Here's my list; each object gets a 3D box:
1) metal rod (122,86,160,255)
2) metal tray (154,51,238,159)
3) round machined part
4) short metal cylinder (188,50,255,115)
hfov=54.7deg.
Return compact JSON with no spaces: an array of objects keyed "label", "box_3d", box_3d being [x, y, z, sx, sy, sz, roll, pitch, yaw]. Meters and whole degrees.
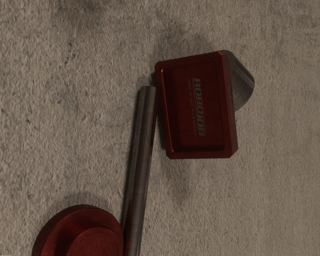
[{"label":"metal rod","box_3d":[-0.030,0.097,0.381,0.025,0.025,0.298,12,83,-40]},{"label":"metal tray","box_3d":[0.047,-0.026,0.400,0.030,0.090,0.129,-20,104,-63]},{"label":"round machined part","box_3d":[-0.079,0.134,0.329,0.099,0.042,0.097,0,90,-40]},{"label":"short metal cylinder","box_3d":[0.087,-0.064,0.444,0.050,0.080,0.080,36,68,-35]}]
